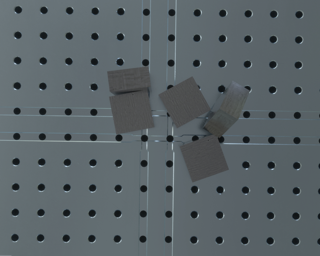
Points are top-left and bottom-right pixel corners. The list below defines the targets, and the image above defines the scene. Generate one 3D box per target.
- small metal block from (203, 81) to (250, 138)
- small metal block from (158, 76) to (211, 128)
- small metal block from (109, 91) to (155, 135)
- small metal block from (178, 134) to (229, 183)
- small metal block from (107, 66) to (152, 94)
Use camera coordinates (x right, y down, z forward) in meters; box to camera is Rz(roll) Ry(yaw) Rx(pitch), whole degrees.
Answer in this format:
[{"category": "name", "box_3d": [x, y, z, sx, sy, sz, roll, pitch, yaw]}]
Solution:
[{"category": "small metal block", "box_3d": [0.083, -0.023, 0.392, 0.025, 0.050, 0.050, 30, 57, 0]}, {"category": "small metal block", "box_3d": [0.032, -0.033, 0.414, 0.050, 0.025, 0.050, -29, 90, 0]}, {"category": "small metal block", "box_3d": [-0.036, -0.021, 0.413, 0.050, 0.025, 0.050, -11, 90, 0]}, {"category": "small metal block", "box_3d": [0.057, 0.039, 0.414, 0.050, 0.025, 0.050, -20, 90, 0]}, {"category": "small metal block", "box_3d": [-0.037, -0.059, 0.401, 0.050, 0.050, 0.025, -7, 90, 0]}]
